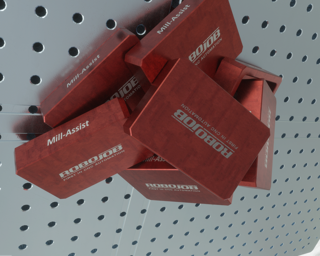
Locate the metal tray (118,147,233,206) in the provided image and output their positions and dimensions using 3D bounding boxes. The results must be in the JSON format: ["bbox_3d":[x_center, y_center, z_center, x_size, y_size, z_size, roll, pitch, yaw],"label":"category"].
[{"bbox_3d":[0.019,0.063,0.400,0.090,0.130,0.030,51,47,-40],"label":"metal tray"}]

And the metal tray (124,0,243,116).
[{"bbox_3d":[0.033,-0.084,0.349,0.130,0.030,0.090,-47,133,-14],"label":"metal tray"}]

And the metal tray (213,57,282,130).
[{"bbox_3d":[0.108,-0.038,0.414,0.131,0.030,0.089,-1,121,-51],"label":"metal tray"}]

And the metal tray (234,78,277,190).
[{"bbox_3d":[0.123,0.012,0.400,0.090,0.030,0.130,24,71,-58],"label":"metal tray"}]

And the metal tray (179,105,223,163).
[{"bbox_3d":[0.063,0.013,0.412,0.030,0.090,0.130,-39,129,-1],"label":"metal tray"}]

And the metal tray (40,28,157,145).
[{"bbox_3d":[-0.056,-0.035,0.354,0.130,0.030,0.090,-44,129,1],"label":"metal tray"}]

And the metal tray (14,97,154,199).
[{"bbox_3d":[-0.080,0.027,0.351,0.130,0.030,0.090,-26,145,2],"label":"metal tray"}]

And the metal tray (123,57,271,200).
[{"bbox_3d":[0.041,0.003,0.317,0.130,0.030,0.090,36,84,-19],"label":"metal tray"}]
